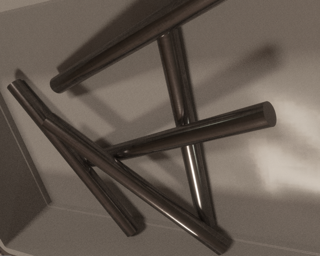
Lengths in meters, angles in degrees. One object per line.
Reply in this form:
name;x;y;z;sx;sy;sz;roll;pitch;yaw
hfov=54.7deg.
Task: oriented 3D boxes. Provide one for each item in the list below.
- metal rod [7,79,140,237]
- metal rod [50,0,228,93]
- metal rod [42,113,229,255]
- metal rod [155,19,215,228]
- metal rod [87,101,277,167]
metal rod;-0.135;0.049;0.491;0.025;0.025;0.300;-36;94;38
metal rod;-0.040;-0.092;0.346;0.299;0.025;0.025;-16;110;42
metal rod;-0.033;0.078;0.430;0.301;0.025;0.025;36;129;-1
metal rod;0.037;0.015;0.397;0.025;0.025;0.298;0;119;28
metal rod;-0.002;0.018;0.392;0.299;0.025;0.025;-17;110;43
